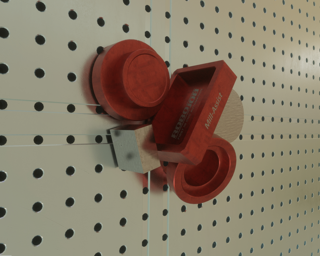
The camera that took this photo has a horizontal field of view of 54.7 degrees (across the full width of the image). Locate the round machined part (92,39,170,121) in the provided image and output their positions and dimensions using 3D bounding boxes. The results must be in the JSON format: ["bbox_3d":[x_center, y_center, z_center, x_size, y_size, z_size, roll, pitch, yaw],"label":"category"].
[{"bbox_3d":[-0.027,-0.057,0.370,0.099,0.042,0.097,0,90,-40],"label":"round machined part"}]

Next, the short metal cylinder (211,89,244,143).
[{"bbox_3d":[0.078,-0.018,0.453,0.081,0.050,0.079,0,90,-40],"label":"short metal cylinder"}]

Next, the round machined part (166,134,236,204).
[{"bbox_3d":[0.052,0.051,0.422,0.099,0.042,0.097,-12,116,-24],"label":"round machined part"}]

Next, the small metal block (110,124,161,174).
[{"bbox_3d":[-0.030,0.023,0.363,0.025,0.050,0.050,-20,103,-38],"label":"small metal block"}]

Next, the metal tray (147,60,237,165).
[{"bbox_3d":[0.033,-0.021,0.389,0.030,0.090,0.130,40,65,-33],"label":"metal tray"}]
